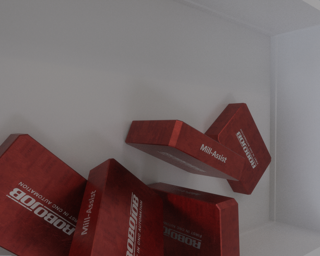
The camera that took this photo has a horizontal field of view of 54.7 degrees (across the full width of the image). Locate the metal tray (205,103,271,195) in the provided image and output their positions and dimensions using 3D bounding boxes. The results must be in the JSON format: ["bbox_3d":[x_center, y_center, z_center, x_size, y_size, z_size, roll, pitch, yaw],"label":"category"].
[{"bbox_3d":[0.133,0.035,0.514,0.090,0.030,0.130,-47,118,-30],"label":"metal tray"}]

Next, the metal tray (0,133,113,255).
[{"bbox_3d":[-0.117,0.078,0.305,0.130,0.030,0.090,47,62,-30],"label":"metal tray"}]

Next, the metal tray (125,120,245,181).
[{"bbox_3d":[0.033,0.029,0.392,0.131,0.090,0.030,28,72,-37],"label":"metal tray"}]

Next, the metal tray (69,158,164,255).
[{"bbox_3d":[-0.036,0.103,0.299,0.090,0.030,0.130,45,25,-29],"label":"metal tray"}]

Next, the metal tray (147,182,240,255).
[{"bbox_3d":[0.030,0.119,0.364,0.030,0.130,0.089,-4,93,-40],"label":"metal tray"}]
